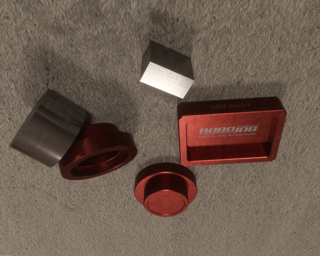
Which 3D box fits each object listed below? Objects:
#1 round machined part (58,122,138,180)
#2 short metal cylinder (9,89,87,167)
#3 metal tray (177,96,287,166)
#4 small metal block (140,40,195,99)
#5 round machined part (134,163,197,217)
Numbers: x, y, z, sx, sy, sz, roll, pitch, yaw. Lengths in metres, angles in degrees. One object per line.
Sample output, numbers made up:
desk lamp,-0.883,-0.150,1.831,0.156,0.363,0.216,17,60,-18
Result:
round machined part,-0.082,0.028,0.399,0.099,0.042,0.098,-20,159,-8
short metal cylinder,-0.132,0.000,0.368,0.050,0.080,0.080,34,122,-23
metal tray,0.090,0.007,0.410,0.131,0.030,0.089,-4,130,2
small metal block,0.007,-0.064,0.336,0.050,0.050,0.025,20,127,-17
round machined part,0.009,0.102,0.483,0.099,0.042,0.097,-1,130,0
